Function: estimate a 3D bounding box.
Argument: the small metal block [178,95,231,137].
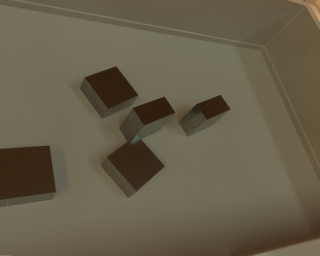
[{"bbox_3d":[0.062,-0.017,0.435,0.050,0.050,0.025,-22,74,-36],"label":"small metal block"}]

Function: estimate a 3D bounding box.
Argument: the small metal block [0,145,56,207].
[{"bbox_3d":[-0.134,0.047,0.306,0.050,0.025,0.050,-3,63,-30],"label":"small metal block"}]

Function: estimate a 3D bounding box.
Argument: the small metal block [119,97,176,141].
[{"bbox_3d":[-0.017,-0.009,0.388,0.050,0.050,0.025,-24,75,-37],"label":"small metal block"}]

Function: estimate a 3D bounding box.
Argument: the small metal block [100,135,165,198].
[{"bbox_3d":[-0.032,0.044,0.363,0.050,0.025,0.050,48,51,5],"label":"small metal block"}]

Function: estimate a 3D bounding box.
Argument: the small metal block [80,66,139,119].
[{"bbox_3d":[-0.065,-0.047,0.400,0.050,0.025,0.050,-30,79,-38],"label":"small metal block"}]
